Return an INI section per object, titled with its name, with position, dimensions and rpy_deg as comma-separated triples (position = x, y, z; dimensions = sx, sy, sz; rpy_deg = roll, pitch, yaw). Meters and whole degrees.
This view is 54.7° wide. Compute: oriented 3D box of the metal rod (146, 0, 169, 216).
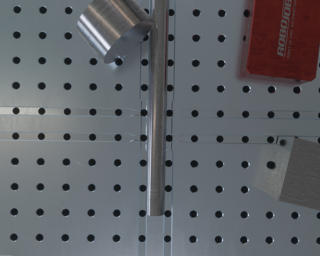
[metal rod]
position = -0.003, -0.035, 0.413
dimensions = 0.025, 0.025, 0.298
rpy_deg = 1, 90, 0

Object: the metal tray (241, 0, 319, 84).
[metal tray]
position = 0.163, -0.129, 0.412
dimensions = 0.091, 0.030, 0.129
rpy_deg = 7, 90, 0

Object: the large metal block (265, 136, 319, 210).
[large metal block]
position = 0.194, 0.059, 0.403
dimensions = 0.080, 0.050, 0.080
rpy_deg = 14, 90, 0

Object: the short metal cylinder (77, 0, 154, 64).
[short metal cylinder]
position = -0.055, -0.126, 0.385
dimensions = 0.080, 0.080, 0.050
rpy_deg = -40, 90, 0
